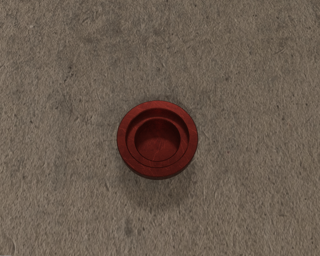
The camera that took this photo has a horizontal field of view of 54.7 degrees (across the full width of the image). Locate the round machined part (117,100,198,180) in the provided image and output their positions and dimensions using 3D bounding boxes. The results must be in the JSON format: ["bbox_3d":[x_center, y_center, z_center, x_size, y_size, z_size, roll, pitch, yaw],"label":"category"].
[{"bbox_3d":[-0.003,0.018,0.393,0.099,0.042,0.098,0,70,-1],"label":"round machined part"}]
